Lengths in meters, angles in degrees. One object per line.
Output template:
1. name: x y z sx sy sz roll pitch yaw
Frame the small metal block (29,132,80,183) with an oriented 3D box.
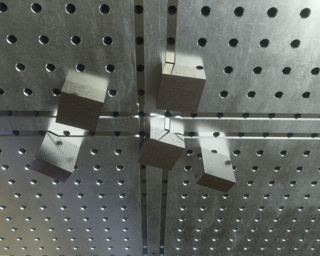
1. small metal block: -0.144 0.040 0.427 0.050 0.050 0.025 29 124 -23

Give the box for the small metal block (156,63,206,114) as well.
1. small metal block: 0.024 -0.047 0.372 0.050 0.025 0.050 6 130 -6

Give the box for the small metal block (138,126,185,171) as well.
1. small metal block: 0.001 0.030 0.437 0.050 0.025 0.050 17 128 -14

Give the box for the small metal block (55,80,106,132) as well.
1. small metal block: -0.099 -0.027 0.388 0.050 0.025 0.050 15 129 -13

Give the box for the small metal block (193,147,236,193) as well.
1. small metal block: 0.077 0.060 0.448 0.050 0.050 0.025 19 127 -16
